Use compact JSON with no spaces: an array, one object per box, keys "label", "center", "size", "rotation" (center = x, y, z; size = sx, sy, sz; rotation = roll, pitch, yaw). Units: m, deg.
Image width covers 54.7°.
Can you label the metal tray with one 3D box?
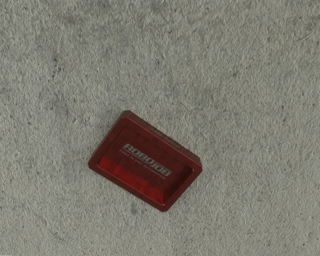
[{"label":"metal tray","center":[-0.019,0.047,0.426],"size":[0.130,0.030,0.090],"rotation":[34,106,-12]}]
